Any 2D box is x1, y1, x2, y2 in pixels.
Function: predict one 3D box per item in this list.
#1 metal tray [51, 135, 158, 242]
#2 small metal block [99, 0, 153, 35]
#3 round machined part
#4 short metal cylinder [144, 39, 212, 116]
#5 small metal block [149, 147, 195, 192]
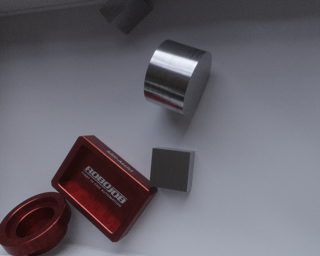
[{"bbox_3d":[-0.080,0.082,0.434,0.130,0.030,0.090,37,101,16],"label":"metal tray"},{"bbox_3d":[-0.044,-0.157,0.412,0.050,0.050,0.025,-40,78,15],"label":"small metal block"},{"bbox_3d":[-0.172,0.140,0.439,0.098,0.098,0.042,-8,120,19],"label":"round machined part"},{"bbox_3d":[0.023,-0.060,0.373,0.050,0.080,0.080,23,98,18],"label":"short metal cylinder"},{"bbox_3d":[0.016,0.053,0.404,0.050,0.025,0.050,6,92,19],"label":"small metal block"}]
